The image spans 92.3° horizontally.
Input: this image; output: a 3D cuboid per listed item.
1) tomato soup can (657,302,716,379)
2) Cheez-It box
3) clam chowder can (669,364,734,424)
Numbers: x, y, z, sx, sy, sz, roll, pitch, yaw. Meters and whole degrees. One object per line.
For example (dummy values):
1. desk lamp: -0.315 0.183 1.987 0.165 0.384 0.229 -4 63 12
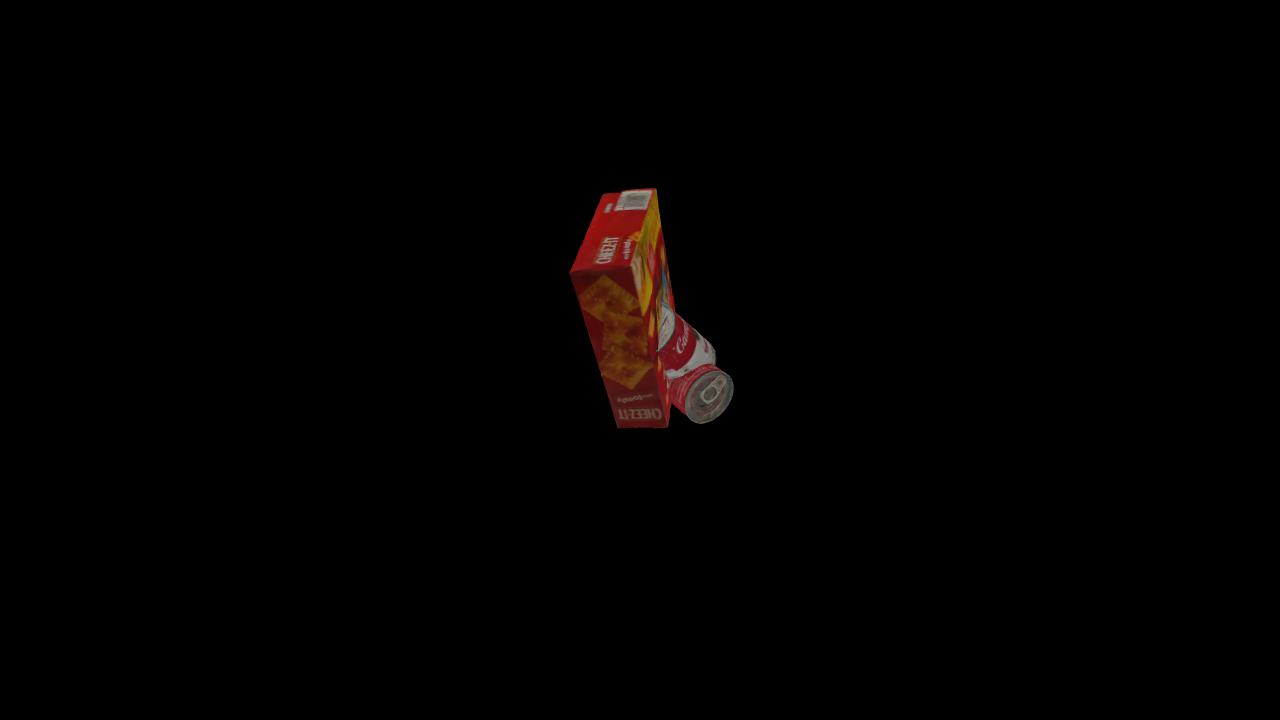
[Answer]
1. tomato soup can: 0.036 -0.014 0.703 0.068 0.068 0.101 0 -24 37
2. Cheez-It box: -0.005 -0.056 0.699 0.071 0.223 0.166 -2 41 13
3. clam chowder can: 0.054 0.022 0.736 0.068 0.068 0.102 0 24 -34
